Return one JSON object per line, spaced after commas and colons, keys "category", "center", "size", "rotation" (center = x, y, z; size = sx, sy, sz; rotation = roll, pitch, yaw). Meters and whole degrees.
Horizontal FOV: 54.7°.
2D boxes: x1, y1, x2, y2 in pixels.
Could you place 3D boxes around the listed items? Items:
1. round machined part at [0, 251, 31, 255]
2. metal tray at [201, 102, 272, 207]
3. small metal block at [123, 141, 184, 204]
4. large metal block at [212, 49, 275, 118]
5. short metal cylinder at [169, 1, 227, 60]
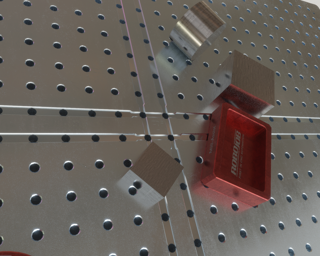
{"category": "round machined part", "center": [-0.127, 0.150, 0.237], "size": [0.099, 0.042, 0.098], "rotation": [14, 56, -21]}
{"category": "metal tray", "center": [0.114, 0.035, 0.444], "size": [0.090, 0.030, 0.130], "rotation": [25, 53, -13]}
{"category": "small metal block", "center": [-0.007, 0.053, 0.372], "size": [0.050, 0.025, 0.050], "rotation": [40, 51, -1]}
{"category": "large metal block", "center": [0.138, -0.069, 0.509], "size": [0.080, 0.050, 0.080], "rotation": [25, 53, -13]}
{"category": "short metal cylinder", "center": [0.061, -0.156, 0.501], "size": [0.050, 0.080, 0.080], "rotation": [46, 51, 3]}
